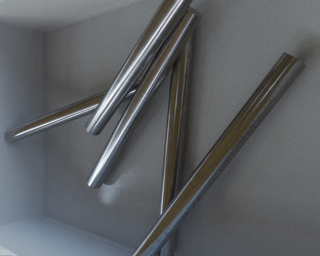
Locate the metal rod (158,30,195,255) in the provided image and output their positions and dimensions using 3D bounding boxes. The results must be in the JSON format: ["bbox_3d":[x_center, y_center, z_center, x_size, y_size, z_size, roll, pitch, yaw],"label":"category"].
[{"bbox_3d":[0.019,0.013,0.389,0.025,0.025,0.298,8,95,39],"label":"metal rod"}]

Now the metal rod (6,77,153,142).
[{"bbox_3d":[-0.134,-0.025,0.480,0.300,0.025,0.025,-17,79,27],"label":"metal rod"}]

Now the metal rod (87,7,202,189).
[{"bbox_3d":[-0.034,-0.021,0.412,0.025,0.025,0.298,51,126,27],"label":"metal rod"}]

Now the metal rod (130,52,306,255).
[{"bbox_3d":[0.051,0.052,0.343,0.025,0.025,0.298,45,110,30],"label":"metal rod"}]

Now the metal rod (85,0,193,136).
[{"bbox_3d":[-0.022,-0.085,0.361,0.298,0.025,0.025,-48,61,40],"label":"metal rod"}]
